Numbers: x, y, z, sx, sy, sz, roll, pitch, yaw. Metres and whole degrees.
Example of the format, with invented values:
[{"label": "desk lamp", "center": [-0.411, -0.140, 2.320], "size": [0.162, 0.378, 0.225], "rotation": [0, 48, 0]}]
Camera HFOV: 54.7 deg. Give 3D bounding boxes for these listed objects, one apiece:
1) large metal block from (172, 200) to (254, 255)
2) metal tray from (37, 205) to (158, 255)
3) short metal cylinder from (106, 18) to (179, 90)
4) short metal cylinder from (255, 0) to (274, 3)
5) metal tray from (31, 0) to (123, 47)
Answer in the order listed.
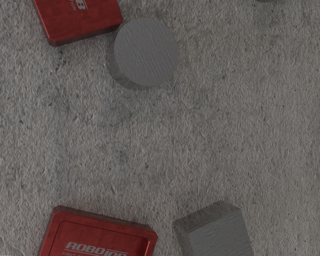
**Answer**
[{"label": "large metal block", "center": [0.073, 0.156, 0.423], "size": [0.081, 0.050, 0.080], "rotation": [-19, 97, -19]}, {"label": "metal tray", "center": [-0.078, 0.155, 0.377], "size": [0.131, 0.030, 0.090], "rotation": [19, 84, -19]}, {"label": "short metal cylinder", "center": [-0.023, -0.090, 0.387], "size": [0.081, 0.050, 0.079], "rotation": [0, 90, -20]}, {"label": "short metal cylinder", "center": [0.167, -0.234, 0.457], "size": [0.081, 0.050, 0.079], "rotation": [0, 90, -20]}, {"label": "metal tray", "center": [-0.109, -0.172, 0.366], "size": [0.091, 0.030, 0.129], "rotation": [-22, 98, -19]}]
